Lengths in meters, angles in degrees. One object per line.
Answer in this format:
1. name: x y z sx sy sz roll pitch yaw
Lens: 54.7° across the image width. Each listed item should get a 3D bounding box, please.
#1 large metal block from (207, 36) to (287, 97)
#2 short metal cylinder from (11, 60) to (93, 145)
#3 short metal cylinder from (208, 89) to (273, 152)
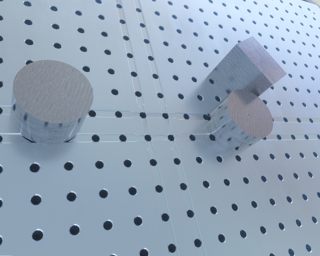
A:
1. large metal block: 0.138 -0.085 0.499 0.050 0.080 0.080 -32 80 -38
2. short metal cylinder: -0.120 -0.028 0.344 0.081 0.050 0.080 14 56 -21
3. short metal cylinder: 0.119 -0.011 0.463 0.081 0.050 0.080 14 56 -21
